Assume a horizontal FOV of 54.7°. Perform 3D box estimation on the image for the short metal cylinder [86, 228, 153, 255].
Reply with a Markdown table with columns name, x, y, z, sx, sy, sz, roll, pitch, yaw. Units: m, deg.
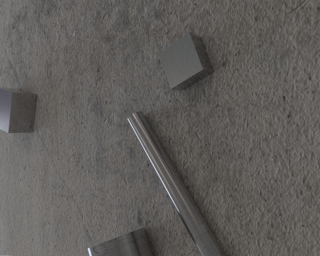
| name | x | y | z | sx | sy | sz | roll | pitch | yaw |
| --- | --- | --- | --- | --- | --- | --- | --- | --- | --- |
| short metal cylinder | -0.052 | 0.172 | 0.412 | 0.080 | 0.081 | 0.050 | -33 | 70 | 35 |

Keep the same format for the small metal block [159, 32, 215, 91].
| name | x | y | z | sx | sy | sz | roll | pitch | yaw |
| --- | --- | --- | --- | --- | --- | --- | --- | --- | --- |
| small metal block | 0.032 | -0.080 | 0.379 | 0.050 | 0.025 | 0.050 | -28 | 73 | 36 |

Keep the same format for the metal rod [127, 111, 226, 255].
| name | x | y | z | sx | sy | sz | roll | pitch | yaw |
| --- | --- | --- | --- | --- | --- | --- | --- | --- | --- |
| metal rod | 0.036 | 0.103 | 0.375 | 0.025 | 0.025 | 0.299 | -45 | 63 | 31 |

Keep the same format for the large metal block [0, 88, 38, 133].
| name | x | y | z | sx | sy | sz | roll | pitch | yaw |
| --- | --- | --- | --- | --- | --- | --- | --- | --- | --- |
| large metal block | -0.301 | -0.038 | 0.637 | 0.080 | 0.050 | 0.079 | 16 | 100 | 39 |
